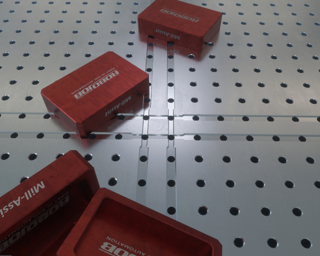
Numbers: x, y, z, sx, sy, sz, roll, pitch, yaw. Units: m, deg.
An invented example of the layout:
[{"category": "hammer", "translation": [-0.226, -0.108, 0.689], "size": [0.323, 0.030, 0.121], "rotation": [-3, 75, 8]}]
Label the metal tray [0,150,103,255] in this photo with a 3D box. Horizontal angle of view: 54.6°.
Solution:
[{"category": "metal tray", "translation": [-0.116, 0.089, 0.290], "size": [0.131, 0.090, 0.030], "rotation": [-37, 59, -27]}]

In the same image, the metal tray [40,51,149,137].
[{"category": "metal tray", "translation": [-0.090, -0.054, 0.450], "size": [0.090, 0.030, 0.131], "rotation": [36, 59, 26]}]

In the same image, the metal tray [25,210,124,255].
[{"category": "metal tray", "translation": [-0.061, 0.148, 0.272], "size": [0.130, 0.030, 0.090], "rotation": [36, 58, 20]}]

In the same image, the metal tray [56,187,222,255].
[{"category": "metal tray", "translation": [-0.013, 0.112, 0.264], "size": [0.130, 0.030, 0.090], "rotation": [25, 27, 0]}]

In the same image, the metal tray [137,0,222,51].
[{"category": "metal tray", "translation": [0.036, -0.194, 0.568], "size": [0.130, 0.030, 0.090], "rotation": [23, 54, 18]}]
